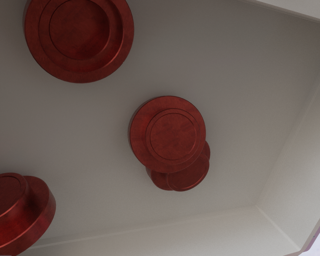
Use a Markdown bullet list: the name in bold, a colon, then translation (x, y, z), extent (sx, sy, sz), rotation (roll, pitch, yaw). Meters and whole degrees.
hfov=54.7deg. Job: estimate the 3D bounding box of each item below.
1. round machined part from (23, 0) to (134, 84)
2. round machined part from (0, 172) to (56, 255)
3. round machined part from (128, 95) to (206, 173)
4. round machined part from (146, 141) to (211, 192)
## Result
- **round machined part**: translation (-0.078, -0.096, 0.297), extent (0.099, 0.042, 0.097), rotation (-14, 125, -21)
- **round machined part**: translation (-0.165, 0.085, 0.325), extent (0.099, 0.098, 0.042), rotation (-24, 128, -14)
- **round machined part**: translation (0.011, 0.008, 0.385), extent (0.099, 0.042, 0.097), rotation (-1, 95, -13)
- **round machined part**: translation (0.032, 0.053, 0.450), extent (0.099, 0.042, 0.097), rotation (-14, 125, -21)
